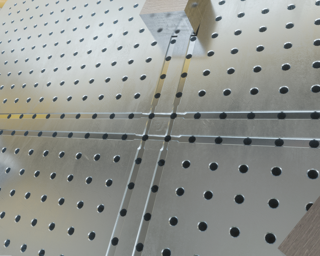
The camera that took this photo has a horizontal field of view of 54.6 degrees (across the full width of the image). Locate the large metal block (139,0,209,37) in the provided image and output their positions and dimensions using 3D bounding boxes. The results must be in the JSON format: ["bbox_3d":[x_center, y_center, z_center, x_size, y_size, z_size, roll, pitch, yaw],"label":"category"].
[{"bbox_3d":[0.025,-0.197,0.501,0.080,0.050,0.080,8,65,31],"label":"large metal block"}]

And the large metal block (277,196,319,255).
[{"bbox_3d":[0.157,0.098,0.249,0.080,0.050,0.080,-48,51,-6],"label":"large metal block"}]
